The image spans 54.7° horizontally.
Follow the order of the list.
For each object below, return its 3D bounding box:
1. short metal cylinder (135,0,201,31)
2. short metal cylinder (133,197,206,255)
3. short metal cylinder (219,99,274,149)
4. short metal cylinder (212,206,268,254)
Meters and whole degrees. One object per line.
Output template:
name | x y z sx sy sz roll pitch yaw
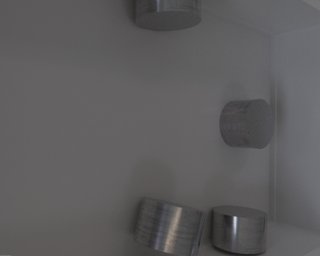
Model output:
short metal cylinder | 0.009 -0.154 0.378 0.081 0.080 0.050 -4 93 -40
short metal cylinder | 0.012 0.119 0.381 0.080 0.080 0.050 21 77 -38
short metal cylinder | 0.144 -0.007 0.511 0.081 0.050 0.080 0 90 -40
short metal cylinder | 0.121 0.152 0.472 0.081 0.080 0.050 5 87 -40
